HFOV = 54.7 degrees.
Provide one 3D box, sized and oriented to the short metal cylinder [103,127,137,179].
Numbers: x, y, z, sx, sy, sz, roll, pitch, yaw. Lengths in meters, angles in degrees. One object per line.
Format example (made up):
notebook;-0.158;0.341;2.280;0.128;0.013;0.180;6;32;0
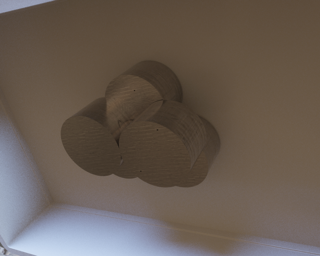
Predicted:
short metal cylinder;-0.044;0.023;0.427;0.080;0.050;0.079;13;124;21

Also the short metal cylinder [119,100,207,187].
short metal cylinder;0.004;0.016;0.333;0.080;0.050;0.079;13;124;21

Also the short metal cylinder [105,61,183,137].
short metal cylinder;-0.019;-0.036;0.379;0.080;0.050;0.079;13;124;21

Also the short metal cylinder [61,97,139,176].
short metal cylinder;-0.069;0.010;0.368;0.080;0.050;0.079;13;124;21

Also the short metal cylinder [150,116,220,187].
short metal cylinder;0.030;0.028;0.392;0.080;0.050;0.079;13;124;21
